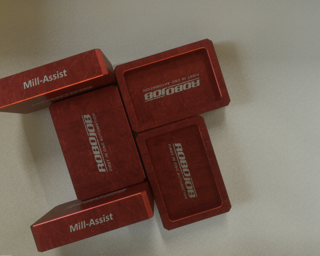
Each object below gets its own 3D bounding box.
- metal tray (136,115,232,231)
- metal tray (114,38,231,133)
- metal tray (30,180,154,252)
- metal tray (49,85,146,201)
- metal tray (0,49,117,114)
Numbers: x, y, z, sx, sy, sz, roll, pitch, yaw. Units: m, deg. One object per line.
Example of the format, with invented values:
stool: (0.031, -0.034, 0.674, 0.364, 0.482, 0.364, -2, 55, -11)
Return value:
metal tray: (0.030, 0.057, 0.408, 0.090, 0.030, 0.129, -17, 90, -1)
metal tray: (0.016, -0.054, 0.407, 0.131, 0.030, 0.090, -17, 90, -1)
metal tray: (-0.074, 0.101, 0.375, 0.131, 0.090, 0.030, -17, 90, -1)
metal tray: (-0.079, 0.019, 0.405, 0.090, 0.030, 0.129, -17, 90, -1)
metal tray: (-0.123, -0.052, 0.374, 0.131, 0.090, 0.030, -18, 90, -1)
